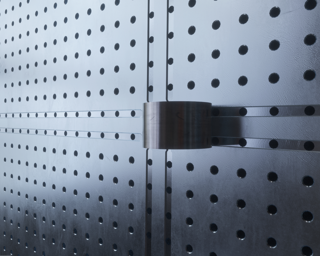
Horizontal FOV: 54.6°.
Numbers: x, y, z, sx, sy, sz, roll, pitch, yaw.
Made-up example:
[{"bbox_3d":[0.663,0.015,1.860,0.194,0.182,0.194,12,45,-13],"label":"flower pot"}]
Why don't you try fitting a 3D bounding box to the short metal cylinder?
[{"bbox_3d":[0.019,-0.003,0.358,0.080,0.081,0.050,0,90,40],"label":"short metal cylinder"}]
